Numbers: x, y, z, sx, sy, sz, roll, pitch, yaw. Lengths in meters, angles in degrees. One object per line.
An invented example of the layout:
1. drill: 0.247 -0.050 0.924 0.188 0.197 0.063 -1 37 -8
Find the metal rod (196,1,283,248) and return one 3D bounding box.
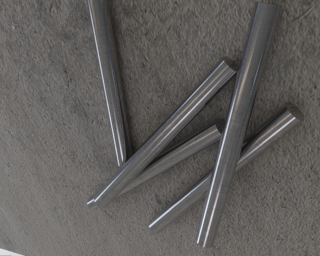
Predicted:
1. metal rod: 0.080 0.018 0.349 0.025 0.025 0.298 18 117 18

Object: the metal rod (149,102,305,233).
1. metal rod: 0.067 0.072 0.415 0.025 0.025 0.298 40 129 1

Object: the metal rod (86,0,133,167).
1. metal rod: -0.064 -0.078 0.392 0.025 0.025 0.298 9 122 24

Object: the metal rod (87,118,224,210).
1. metal rod: -0.022 0.066 0.459 0.299 0.025 0.025 -35 99 38

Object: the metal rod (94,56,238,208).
1. metal rod: -0.009 0.024 0.408 0.025 0.025 0.298 42 124 -1
